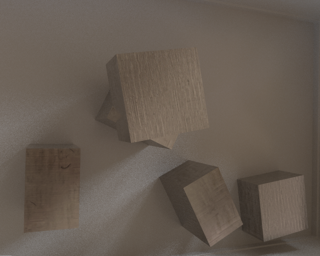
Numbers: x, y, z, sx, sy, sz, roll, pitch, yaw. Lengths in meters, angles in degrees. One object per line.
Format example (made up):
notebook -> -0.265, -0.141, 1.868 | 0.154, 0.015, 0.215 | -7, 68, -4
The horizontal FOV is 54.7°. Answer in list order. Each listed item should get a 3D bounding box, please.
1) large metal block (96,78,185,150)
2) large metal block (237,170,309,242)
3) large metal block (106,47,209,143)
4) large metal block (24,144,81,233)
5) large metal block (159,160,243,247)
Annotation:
large metal block -> -0.025, -0.016, 0.373 | 0.080, 0.080, 0.050 | 27, 81, -19
large metal block -> 0.167, 0.112, 0.461 | 0.081, 0.050, 0.079 | -7, 93, -20
large metal block -> -0.004, -0.033, 0.312 | 0.081, 0.050, 0.079 | -10, 94, -20
large metal block -> -0.118, 0.059, 0.338 | 0.050, 0.080, 0.079 | 1, 90, -20
large metal block -> 0.050, 0.092, 0.401 | 0.050, 0.080, 0.080 | -27, 100, -18
